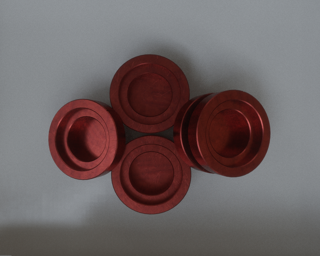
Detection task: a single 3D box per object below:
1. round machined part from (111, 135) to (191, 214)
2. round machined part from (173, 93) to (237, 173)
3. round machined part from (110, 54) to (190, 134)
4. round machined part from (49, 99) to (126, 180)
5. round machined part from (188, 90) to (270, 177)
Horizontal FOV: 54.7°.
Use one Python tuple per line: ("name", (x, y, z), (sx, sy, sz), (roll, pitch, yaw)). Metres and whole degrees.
("round machined part", (-0.011, 0.057, 0.400), (0.099, 0.042, 0.097), (0, 90, 0))
("round machined part", (0.061, 0.006, 0.391), (0.099, 0.042, 0.097), (0, 89, -22))
("round machined part", (-0.013, -0.042, 0.400), (0.099, 0.042, 0.097), (0, 90, 0))
("round machined part", (-0.087, 0.014, 0.390), (0.098, 0.042, 0.097), (0, 90, 20))
("round machined part", (0.076, 0.006, 0.363), (0.099, 0.042, 0.097), (0, 90, -22))
